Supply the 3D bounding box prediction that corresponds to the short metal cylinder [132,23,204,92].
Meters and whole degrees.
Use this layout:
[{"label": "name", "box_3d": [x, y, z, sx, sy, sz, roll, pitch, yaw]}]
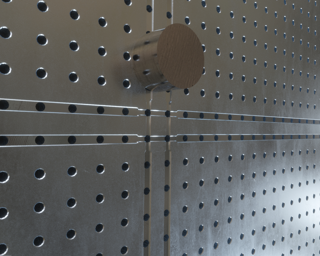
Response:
[{"label": "short metal cylinder", "box_3d": [0.011, -0.089, 0.401, 0.081, 0.050, 0.080, 0, 90, -40]}]
